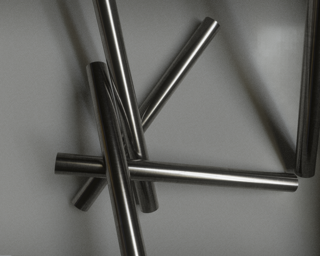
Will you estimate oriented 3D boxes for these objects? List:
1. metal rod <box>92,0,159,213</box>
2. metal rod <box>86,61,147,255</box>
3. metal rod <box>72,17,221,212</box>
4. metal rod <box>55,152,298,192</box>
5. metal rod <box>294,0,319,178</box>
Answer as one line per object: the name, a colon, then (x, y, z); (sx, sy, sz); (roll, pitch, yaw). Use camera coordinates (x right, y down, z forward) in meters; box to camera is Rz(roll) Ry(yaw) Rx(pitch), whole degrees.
metal rod: (-0.041, -0.034, 0.372); (0.025, 0.025, 0.298); (-11, 106, 0)
metal rod: (-0.042, 0.064, 0.330); (0.025, 0.025, 0.299); (-14, 72, 0)
metal rod: (-0.018, -0.018, 0.411); (0.025, 0.025, 0.299); (36, 90, 0)
metal rod: (0.030, 0.057, 0.381); (0.302, 0.025, 0.025); (6, 90, -12)
metal rod: (0.173, -0.072, 0.348); (0.025, 0.025, 0.298); (-9, 117, 0)
